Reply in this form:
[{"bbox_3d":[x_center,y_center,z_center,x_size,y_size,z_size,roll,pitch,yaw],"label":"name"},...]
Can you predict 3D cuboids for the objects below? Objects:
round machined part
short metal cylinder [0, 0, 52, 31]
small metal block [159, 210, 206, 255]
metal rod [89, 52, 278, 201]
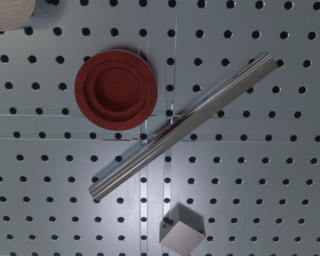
[{"bbox_3d":[-0.052,-0.049,0.386,0.099,0.042,0.097,0,110,0],"label":"round machined part"},{"bbox_3d":[-0.169,-0.150,0.343,0.081,0.050,0.079,0,110,0],"label":"short metal cylinder"},{"bbox_3d":[0.034,0.163,0.474,0.050,0.025,0.050,34,107,-12],"label":"small metal block"},{"bbox_3d":[0.022,0.005,0.415,0.300,0.025,0.025,-38,106,12],"label":"metal rod"}]
